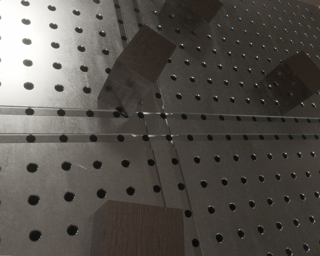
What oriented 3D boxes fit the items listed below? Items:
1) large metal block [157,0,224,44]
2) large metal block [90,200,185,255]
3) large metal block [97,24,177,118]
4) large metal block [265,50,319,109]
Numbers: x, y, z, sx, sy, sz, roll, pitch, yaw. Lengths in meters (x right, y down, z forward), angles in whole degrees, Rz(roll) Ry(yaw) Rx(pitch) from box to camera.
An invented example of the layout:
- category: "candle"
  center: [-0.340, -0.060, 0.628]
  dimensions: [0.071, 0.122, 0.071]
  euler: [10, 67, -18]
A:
- category: "large metal block"
  center: [0.056, -0.211, 0.553]
  dimensions: [0.080, 0.050, 0.080]
  euler: [37, 51, -4]
- category: "large metal block"
  center: [-0.023, 0.122, 0.306]
  dimensions: [0.081, 0.050, 0.080]
  euler: [13, 56, -22]
- category: "large metal block"
  center: [-0.030, -0.073, 0.402]
  dimensions: [0.050, 0.080, 0.080]
  euler: [32, 51, -8]
- category: "large metal block"
  center: [0.265, -0.094, 0.596]
  dimensions: [0.081, 0.050, 0.080]
  euler: [-29, 78, -38]
